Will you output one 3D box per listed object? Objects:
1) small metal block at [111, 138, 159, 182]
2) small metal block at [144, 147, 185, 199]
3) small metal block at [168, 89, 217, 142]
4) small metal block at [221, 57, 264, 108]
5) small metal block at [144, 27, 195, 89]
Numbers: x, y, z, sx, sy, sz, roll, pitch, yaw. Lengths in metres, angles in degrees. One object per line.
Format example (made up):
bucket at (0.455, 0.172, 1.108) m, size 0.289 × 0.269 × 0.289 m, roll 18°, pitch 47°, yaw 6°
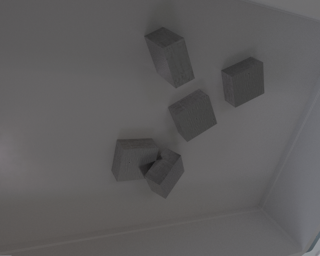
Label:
small metal block at (-0.034, 0.042, 0.416) m, size 0.050 × 0.025 × 0.050 m, roll -1°, pitch 119°, yaw -28°
small metal block at (0.008, 0.063, 0.431) m, size 0.050 × 0.025 × 0.050 m, roll -52°, pitch 153°, yaw -22°
small metal block at (0.045, -0.017, 0.423) m, size 0.050 × 0.025 × 0.050 m, roll -31°, pitch 129°, yaw -8°
small metal block at (0.116, -0.064, 0.432) m, size 0.050 × 0.025 × 0.050 m, roll -26°, pitch 128°, yaw -12°
small metal block at (0.011, -0.080, 0.349) m, size 0.025 × 0.050 × 0.050 m, roll -29°, pitch 128°, yaw -10°
